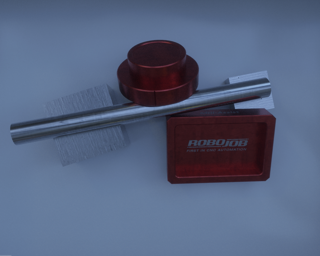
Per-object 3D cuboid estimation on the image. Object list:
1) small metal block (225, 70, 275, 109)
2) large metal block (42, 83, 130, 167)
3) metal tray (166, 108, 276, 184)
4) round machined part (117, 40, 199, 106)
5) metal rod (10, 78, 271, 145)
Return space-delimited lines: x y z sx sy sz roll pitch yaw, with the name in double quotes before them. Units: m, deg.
"small metal block" 0.118 -0.045 0.411 0.050 0.025 0.050 -11 90 -1
"large metal block" -0.091 -0.004 0.395 0.080 0.050 0.080 -18 90 -1
"metal tray" 0.074 0.023 0.394 0.131 0.030 0.089 -2 110 -1
"round machined part" -0.003 -0.072 0.371 0.099 0.098 0.042 -4 131 -1
"metal rod" -0.015 -0.022 0.365 0.302 0.025 0.025 -11 90 -8
